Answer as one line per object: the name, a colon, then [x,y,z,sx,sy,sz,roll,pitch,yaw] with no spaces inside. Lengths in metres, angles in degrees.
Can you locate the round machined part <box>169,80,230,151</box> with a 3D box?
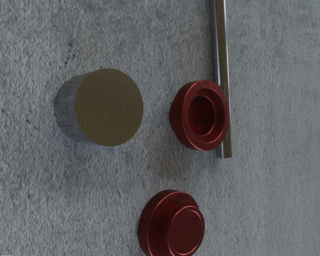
round machined part: [0.052,-0.017,0.440,0.099,0.042,0.097,0,90,-40]

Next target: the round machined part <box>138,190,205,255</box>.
round machined part: [0.022,0.135,0.415,0.099,0.042,0.097,0,90,-40]

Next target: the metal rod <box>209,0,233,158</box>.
metal rod: [0.095,-0.102,0.486,0.025,0.025,0.298,-6,94,-40]

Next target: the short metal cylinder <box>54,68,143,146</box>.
short metal cylinder: [-0.065,-0.021,0.335,0.081,0.050,0.079,0,90,-40]
